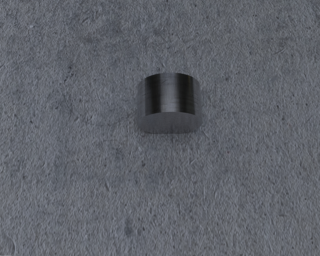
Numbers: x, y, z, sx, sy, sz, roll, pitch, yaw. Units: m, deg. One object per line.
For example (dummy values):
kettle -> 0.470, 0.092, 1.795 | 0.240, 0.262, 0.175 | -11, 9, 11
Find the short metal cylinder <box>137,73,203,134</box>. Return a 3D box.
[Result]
short metal cylinder -> 0.012, -0.028, 0.391 | 0.081, 0.080, 0.050 | -1, 70, -1
